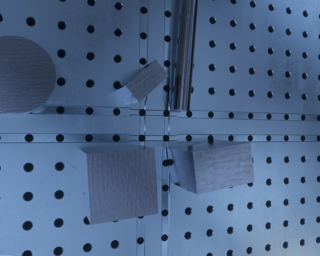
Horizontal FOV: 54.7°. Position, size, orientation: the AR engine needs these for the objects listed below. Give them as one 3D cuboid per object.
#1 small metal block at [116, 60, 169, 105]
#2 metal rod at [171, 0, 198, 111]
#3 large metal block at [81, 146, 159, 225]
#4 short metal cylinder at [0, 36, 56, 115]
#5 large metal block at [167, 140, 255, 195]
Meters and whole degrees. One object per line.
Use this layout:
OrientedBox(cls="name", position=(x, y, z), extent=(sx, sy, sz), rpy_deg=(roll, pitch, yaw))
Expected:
OrientedBox(cls="small metal block", position=(-0.023, -0.057, 0.392), extent=(0.050, 0.050, 0.025), rpy_deg=(-44, 104, -15))
OrientedBox(cls="metal rod", position=(0.040, -0.172, 0.428), extent=(0.025, 0.025, 0.298), rpy_deg=(5, 88, -20))
OrientedBox(cls="large metal block", position=(-0.050, 0.066, 0.382), extent=(0.081, 0.050, 0.079), rpy_deg=(-4, 91, -20))
OrientedBox(cls="short metal cylinder", position=(-0.158, -0.055, 0.341), extent=(0.081, 0.050, 0.079), rpy_deg=(0, 90, -20))
OrientedBox(cls="large metal block", position=(0.064, 0.047, 0.408), extent=(0.081, 0.080, 0.050), rpy_deg=(-8, 93, -20))
